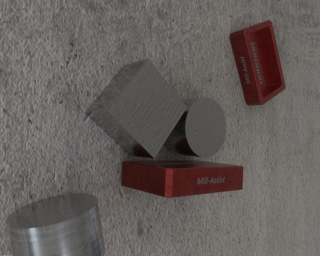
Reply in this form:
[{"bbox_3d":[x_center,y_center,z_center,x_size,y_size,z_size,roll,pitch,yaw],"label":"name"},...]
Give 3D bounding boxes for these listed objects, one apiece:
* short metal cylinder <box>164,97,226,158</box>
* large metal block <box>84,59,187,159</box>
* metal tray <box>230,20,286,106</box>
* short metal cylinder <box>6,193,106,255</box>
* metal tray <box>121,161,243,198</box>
[{"bbox_3d":[0.046,-0.001,0.427,0.081,0.050,0.079,0,90,-40],"label":"short metal cylinder"},{"bbox_3d":[-0.026,-0.022,0.367,0.080,0.050,0.080,48,61,-29],"label":"large metal block"},{"bbox_3d":[0.175,-0.115,0.548,0.091,0.030,0.129,-30,109,-36],"label":"metal tray"},{"bbox_3d":[-0.095,0.099,0.290,0.081,0.080,0.050,-13,99,-39],"label":"short metal cylinder"},{"bbox_3d":[0.030,0.059,0.387,0.131,0.090,0.030,5,87,-40],"label":"metal tray"}]
